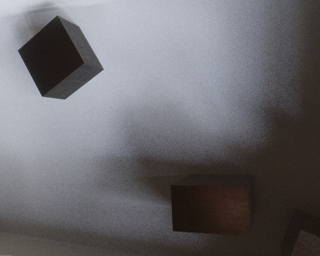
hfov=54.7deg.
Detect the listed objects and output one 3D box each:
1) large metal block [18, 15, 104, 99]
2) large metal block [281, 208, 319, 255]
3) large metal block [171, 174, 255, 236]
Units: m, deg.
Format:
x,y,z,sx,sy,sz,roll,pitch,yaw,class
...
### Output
x,y,z,sx,sy,sz,roll,pitch,yaw,class
-0.143,-0.098,0.448,0.080,0.050,0.080,-34,79,17,large metal block
0.175,0.132,0.319,0.080,0.080,0.050,20,97,19,large metal block
0.064,0.084,0.358,0.080,0.080,0.050,-3,89,20,large metal block
